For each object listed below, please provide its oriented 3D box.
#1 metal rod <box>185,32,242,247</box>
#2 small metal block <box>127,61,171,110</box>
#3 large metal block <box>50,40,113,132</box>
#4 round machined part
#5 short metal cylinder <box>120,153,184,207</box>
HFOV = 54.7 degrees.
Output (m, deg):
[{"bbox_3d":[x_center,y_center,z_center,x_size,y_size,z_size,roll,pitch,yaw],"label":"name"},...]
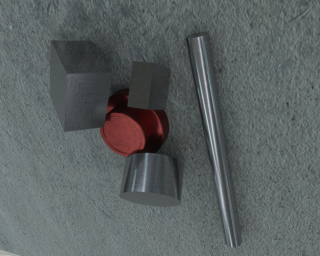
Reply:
[{"bbox_3d":[0.073,0.033,0.388,0.025,0.025,0.298,0,119,28],"label":"metal rod"},{"bbox_3d":[-0.011,-0.047,0.355,0.025,0.050,0.050,9,96,23],"label":"small metal block"},{"bbox_3d":[-0.102,-0.054,0.384,0.080,0.050,0.079,55,141,40],"label":"large metal block"},{"bbox_3d":[-0.041,0.000,0.416,0.098,0.042,0.097,13,124,20],"label":"round machined part"},{"bbox_3d":[-0.010,0.071,0.414,0.080,0.050,0.080,6,155,3],"label":"short metal cylinder"}]
